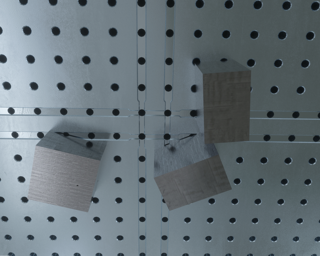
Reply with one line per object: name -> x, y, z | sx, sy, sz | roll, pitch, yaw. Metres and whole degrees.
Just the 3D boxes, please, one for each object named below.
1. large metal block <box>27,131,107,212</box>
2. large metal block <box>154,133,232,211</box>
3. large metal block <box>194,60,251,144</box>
large metal block -> -0.124, 0.058, 0.420 | 0.081, 0.050, 0.079 | 14, 109, -6
large metal block -> 0.039, 0.052, 0.404 | 0.080, 0.080, 0.050 | -21, 109, 7
large metal block -> 0.072, -0.035, 0.372 | 0.050, 0.080, 0.079 | -4, 110, 1
